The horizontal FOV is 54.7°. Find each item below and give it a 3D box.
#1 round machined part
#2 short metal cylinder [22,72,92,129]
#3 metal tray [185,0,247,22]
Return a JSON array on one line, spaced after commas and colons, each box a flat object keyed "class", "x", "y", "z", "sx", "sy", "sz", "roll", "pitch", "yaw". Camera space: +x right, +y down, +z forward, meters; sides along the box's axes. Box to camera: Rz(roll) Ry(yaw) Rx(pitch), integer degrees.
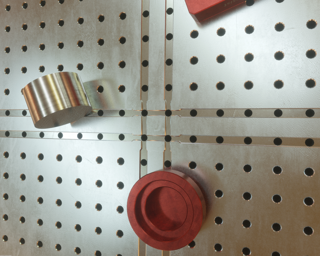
[{"class": "round machined part", "x": 0.011, "y": 0.102, "z": 0.399, "sx": 0.098, "sy": 0.042, "sz": 0.097, "roll": 0, "pitch": 90, "yaw": 19}, {"class": "short metal cylinder", "x": -0.142, "y": -0.037, "z": 0.432, "sx": 0.080, "sy": 0.080, "sz": 0.050, "roll": -25, "pitch": 82, "yaw": 18}, {"class": "metal tray", "x": 0.087, "y": -0.201, "z": 0.379, "sx": 0.130, "sy": 0.030, "sz": 0.090, "roll": -20, "pitch": 84, "yaw": 18}]
